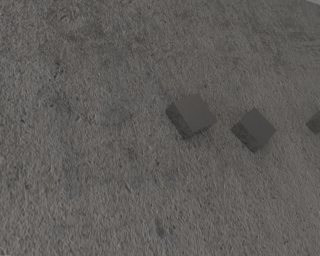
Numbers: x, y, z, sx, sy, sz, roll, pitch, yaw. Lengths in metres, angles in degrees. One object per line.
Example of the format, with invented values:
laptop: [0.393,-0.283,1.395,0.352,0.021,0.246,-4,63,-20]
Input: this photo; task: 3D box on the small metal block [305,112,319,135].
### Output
small metal block: [0.302,-0.020,0.562,0.050,0.050,0.025,-31,79,-38]

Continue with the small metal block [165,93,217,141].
small metal block: [0.044,-0.017,0.437,0.050,0.025,0.050,-22,74,-36]

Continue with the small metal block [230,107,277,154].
small metal block: [0.145,0.003,0.480,0.050,0.025,0.050,48,51,5]
